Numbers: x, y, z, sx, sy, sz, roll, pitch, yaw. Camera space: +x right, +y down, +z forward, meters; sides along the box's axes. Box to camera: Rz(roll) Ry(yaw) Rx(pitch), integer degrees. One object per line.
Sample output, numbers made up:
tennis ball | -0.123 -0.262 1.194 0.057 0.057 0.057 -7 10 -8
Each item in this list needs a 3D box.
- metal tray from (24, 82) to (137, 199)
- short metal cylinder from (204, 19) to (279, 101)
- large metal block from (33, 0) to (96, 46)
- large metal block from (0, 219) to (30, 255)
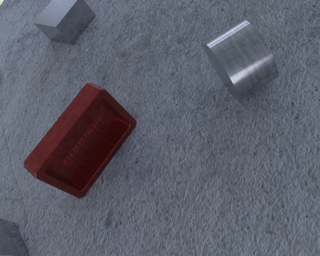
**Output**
metal tray | -0.097 0.018 0.401 0.030 0.090 0.130 27 76 37
short metal cylinder | 0.095 -0.079 0.368 0.050 0.080 0.080 -32 52 8
large metal block | -0.191 -0.219 0.622 0.080 0.050 0.080 21 73 36
large metal block | -0.221 0.174 0.397 0.080 0.050 0.080 -45 51 -3
